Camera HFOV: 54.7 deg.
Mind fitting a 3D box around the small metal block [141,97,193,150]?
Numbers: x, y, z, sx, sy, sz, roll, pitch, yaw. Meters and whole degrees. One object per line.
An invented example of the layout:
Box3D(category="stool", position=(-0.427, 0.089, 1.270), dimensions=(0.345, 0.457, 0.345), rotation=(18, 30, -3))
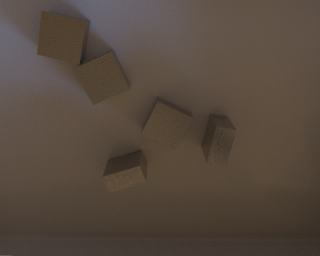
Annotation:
Box3D(category="small metal block", position=(0.009, -0.006, 0.409), dimensions=(0.050, 0.025, 0.050), rotation=(25, 108, -9))

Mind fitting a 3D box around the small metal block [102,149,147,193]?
Box3D(category="small metal block", position=(-0.045, 0.057, 0.418), dimensions=(0.050, 0.050, 0.025), rotation=(-17, 109, 6))

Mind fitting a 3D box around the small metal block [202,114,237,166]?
Box3D(category="small metal block", position=(0.075, 0.014, 0.404), dimensions=(0.025, 0.050, 0.050), rotation=(10, 110, -4))

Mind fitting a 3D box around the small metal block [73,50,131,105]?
Box3D(category="small metal block", position=(-0.071, -0.063, 0.387), dimensions=(0.050, 0.025, 0.050), rotation=(-23, 109, 7))

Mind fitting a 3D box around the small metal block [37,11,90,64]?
Box3D(category="small metal block", position=(-0.114, -0.108, 0.370), dimensions=(0.050, 0.025, 0.050), rotation=(12, 110, -5))
